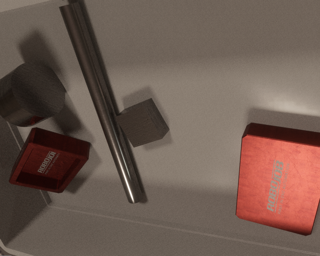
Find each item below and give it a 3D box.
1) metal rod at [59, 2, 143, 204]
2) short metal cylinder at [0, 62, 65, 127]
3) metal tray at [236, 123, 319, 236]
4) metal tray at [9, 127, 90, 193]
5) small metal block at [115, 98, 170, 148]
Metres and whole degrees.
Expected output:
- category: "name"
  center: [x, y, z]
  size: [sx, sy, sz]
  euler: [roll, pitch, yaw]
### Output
- category: "metal rod"
  center: [-0.074, -0.018, 0.434]
  size: [0.025, 0.025, 0.298]
  euler: [-1, 118, 28]
- category: "short metal cylinder"
  center: [-0.184, -0.046, 0.439]
  size: [0.050, 0.080, 0.080]
  euler: [-19, 109, 35]
- category: "metal tray"
  center: [0.142, 0.062, 0.369]
  size: [0.090, 0.030, 0.129]
  euler: [10, 123, 22]
- category: "metal tray"
  center: [-0.182, 0.058, 0.505]
  size: [0.091, 0.030, 0.129]
  euler: [19, 135, -27]
- category: "small metal block"
  center: [-0.024, -0.006, 0.416]
  size: [0.050, 0.025, 0.050]
  euler: [-19, 109, 35]
